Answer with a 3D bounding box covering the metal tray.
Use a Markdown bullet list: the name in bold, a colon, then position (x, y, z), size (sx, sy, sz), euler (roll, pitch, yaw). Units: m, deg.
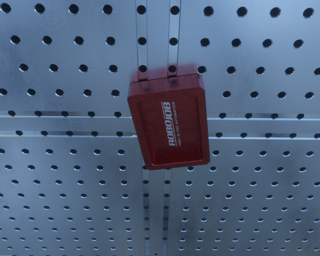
- **metal tray**: position (0.016, -0.002, 0.406), size (0.090, 0.030, 0.129), euler (-7, 130, 5)
